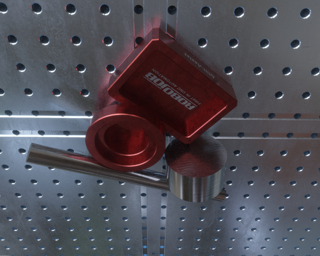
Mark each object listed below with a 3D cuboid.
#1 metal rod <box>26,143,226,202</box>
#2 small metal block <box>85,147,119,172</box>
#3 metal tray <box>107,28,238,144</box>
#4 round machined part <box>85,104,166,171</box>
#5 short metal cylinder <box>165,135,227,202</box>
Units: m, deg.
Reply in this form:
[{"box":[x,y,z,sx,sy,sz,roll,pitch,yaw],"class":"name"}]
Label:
[{"box":[-0.030,0.069,0.444,0.302,0.025,0.025,17,129,-25],"class":"metal rod"},{"box":[-0.076,0.036,0.441,0.050,0.025,0.050,22,127,-18],"class":"small metal block"},{"box":[0.016,-0.044,0.370,0.130,0.030,0.090,33,122,-25],"class":"metal tray"},{"box":[-0.042,0.008,0.396,0.099,0.042,0.097,1,130,1],"class":"round machined part"},{"box":[0.048,0.053,0.419,0.080,0.080,0.050,-3,130,2],"class":"short metal cylinder"}]
